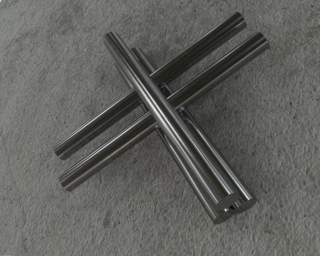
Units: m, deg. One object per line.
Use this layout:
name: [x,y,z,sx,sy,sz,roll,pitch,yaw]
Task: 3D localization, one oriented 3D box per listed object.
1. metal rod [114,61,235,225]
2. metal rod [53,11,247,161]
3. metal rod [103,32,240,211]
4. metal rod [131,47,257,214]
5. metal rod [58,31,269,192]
metal rod: [0.002,-0.008,0.408,0.025,0.025,0.300,-36,51,4]
metal rod: [-0.016,-0.054,0.413,0.300,0.025,0.025,-36,51,3]
metal rod: [-0.006,-0.033,0.363,0.025,0.025,0.300,-37,51,3]
metal rod: [0.023,-0.020,0.404,0.025,0.025,0.300,-36,51,4]
metal rod: [0.002,-0.018,0.382,0.300,0.025,0.025,-36,51,3]
